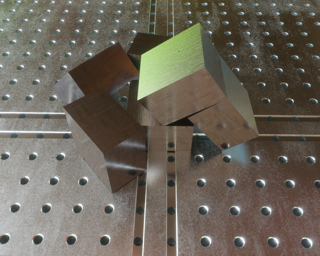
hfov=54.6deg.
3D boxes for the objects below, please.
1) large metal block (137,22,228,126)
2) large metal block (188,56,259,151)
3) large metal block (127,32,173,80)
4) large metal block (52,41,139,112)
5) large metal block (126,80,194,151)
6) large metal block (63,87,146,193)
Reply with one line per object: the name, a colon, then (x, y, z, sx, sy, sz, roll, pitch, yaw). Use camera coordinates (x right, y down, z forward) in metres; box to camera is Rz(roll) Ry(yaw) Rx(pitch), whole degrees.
large metal block: (0.024, -0.060, 0.352, 0.080, 0.050, 0.080, -23, 44, 25)
large metal block: (0.076, -0.031, 0.388, 0.050, 0.080, 0.080, -27, 43, 28)
large metal block: (0.002, -0.083, 0.442, 0.080, 0.080, 0.050, 10, 51, 9)
large metal block: (-0.087, -0.063, 0.417, 0.080, 0.080, 0.050, -41, 105, -29)
large metal block: (0.000, -0.017, 0.406, 0.080, 0.050, 0.080, 1, 50, 0)
large metal block: (-0.061, 0.014, 0.358, 0.050, 0.080, 0.080, -32, 58, -25)
